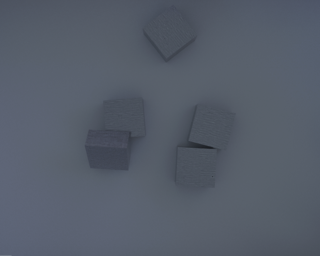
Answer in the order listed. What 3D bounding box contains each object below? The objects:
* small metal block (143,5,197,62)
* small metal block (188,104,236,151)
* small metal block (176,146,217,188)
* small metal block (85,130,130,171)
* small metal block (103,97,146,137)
[{"bbox_3d":[0.013,-0.124,0.411,0.050,0.025,0.050,-38,90,0],"label":"small metal block"},{"bbox_3d":[0.067,-0.001,0.412,0.050,0.025,0.050,14,90,0],"label":"small metal block"},{"bbox_3d":[0.047,0.051,0.412,0.050,0.025,0.050,3,90,0],"label":"small metal block"},{"bbox_3d":[-0.065,0.029,0.396,0.050,0.050,0.025,4,50,0],"label":"small metal block"},{"bbox_3d":[-0.046,-0.013,0.411,0.050,0.025,0.050,-5,90,0],"label":"small metal block"}]
